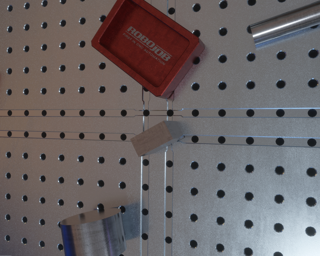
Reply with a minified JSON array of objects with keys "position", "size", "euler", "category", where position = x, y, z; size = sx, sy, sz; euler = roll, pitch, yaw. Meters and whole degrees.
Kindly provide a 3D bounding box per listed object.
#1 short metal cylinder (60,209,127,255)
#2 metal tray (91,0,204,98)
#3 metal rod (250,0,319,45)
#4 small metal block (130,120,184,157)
[{"position":[-0.088,0.143,0.415],"size":[0.080,0.080,0.050],"euler":[-11,87,19],"category":"short metal cylinder"},{"position":[-0.019,-0.112,0.416],"size":[0.130,0.030,0.090],"euler":[39,102,15],"category":"metal tray"},{"position":[0.249,-0.149,0.324],"size":[0.301,0.025,0.025],"euler":[-15,85,19],"category":"metal rod"},{"position":[-0.002,0.013,0.400],"size":[0.050,0.050,0.025],"euler":[-29,81,18],"category":"small metal block"}]
